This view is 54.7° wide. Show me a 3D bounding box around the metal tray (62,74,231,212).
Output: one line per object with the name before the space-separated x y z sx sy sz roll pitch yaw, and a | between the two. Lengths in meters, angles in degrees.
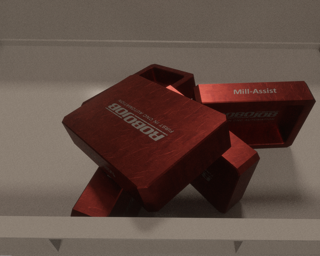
metal tray | -0.016 0.003 0.272 0.090 0.030 0.130 -37 43 -22

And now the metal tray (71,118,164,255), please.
metal tray | -0.034 0.055 0.315 0.030 0.089 0.130 17 52 14

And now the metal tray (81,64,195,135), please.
metal tray | -0.026 -0.039 0.414 0.131 0.030 0.090 -34 38 -26

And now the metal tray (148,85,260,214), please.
metal tray | 0.039 0.023 0.343 0.030 0.089 0.130 -33 58 -25

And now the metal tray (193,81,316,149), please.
metal tray | 0.104 -0.012 0.374 0.131 0.089 0.030 -2 50 -3
